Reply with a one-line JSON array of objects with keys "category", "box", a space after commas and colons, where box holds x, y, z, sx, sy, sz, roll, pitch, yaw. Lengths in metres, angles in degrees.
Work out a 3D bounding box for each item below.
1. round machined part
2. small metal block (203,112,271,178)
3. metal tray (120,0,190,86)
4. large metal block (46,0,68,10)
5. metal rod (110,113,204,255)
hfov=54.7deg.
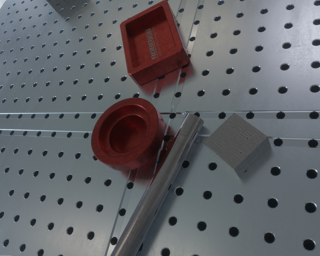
[{"category": "round machined part", "box": [-0.038, 0.012, 0.410, 0.098, 0.042, 0.098, -13, 56, 21]}, {"category": "small metal block", "box": [0.087, 0.019, 0.351, 0.050, 0.025, 0.050, -44, 51, -2]}, {"category": "metal tray", "box": [-0.012, -0.139, 0.496, 0.090, 0.030, 0.130, -23, 53, 14]}, {"category": "large metal block", "box": [-0.240, -0.335, 0.723, 0.080, 0.050, 0.080, -38, 51, 3]}, {"category": "metal rod", "box": [-0.026, 0.114, 0.351, 0.025, 0.025, 0.300, 18, 71, 35]}]
